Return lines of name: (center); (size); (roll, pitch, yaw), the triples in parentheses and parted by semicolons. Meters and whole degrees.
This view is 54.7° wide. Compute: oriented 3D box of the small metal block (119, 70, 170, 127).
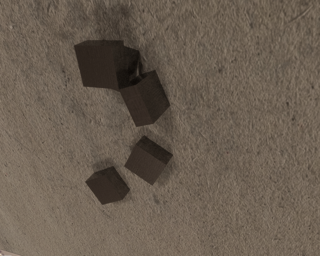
small metal block: (-0.017, -0.036, 0.376); (0.025, 0.050, 0.050); (-10, 113, 32)

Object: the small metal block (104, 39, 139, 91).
small metal block: (-0.057, -0.077, 0.388); (0.050, 0.025, 0.050); (21, 126, 15)

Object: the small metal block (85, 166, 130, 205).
small metal block: (-0.086, 0.095, 0.509); (0.050, 0.025, 0.050); (-22, 107, 36)

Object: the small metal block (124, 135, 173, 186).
small metal block: (-0.017, 0.047, 0.443); (0.050, 0.025, 0.050); (34, 129, 5)

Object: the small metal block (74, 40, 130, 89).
small metal block: (-0.067, -0.075, 0.362); (0.050, 0.025, 0.050); (7, 121, 24)
